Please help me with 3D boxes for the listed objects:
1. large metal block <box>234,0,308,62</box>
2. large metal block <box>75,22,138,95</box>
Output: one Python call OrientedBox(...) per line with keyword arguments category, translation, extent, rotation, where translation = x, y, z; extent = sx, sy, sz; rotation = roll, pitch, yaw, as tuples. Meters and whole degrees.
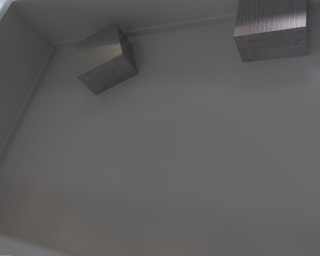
OrientedBox(category="large metal block", translation=(0.145, -0.136, 0.397), extent=(0.080, 0.050, 0.080), rotation=(-1, 61, 28))
OrientedBox(category="large metal block", translation=(-0.089, -0.113, 0.506), extent=(0.080, 0.050, 0.080), rotation=(-24, 53, 13))
